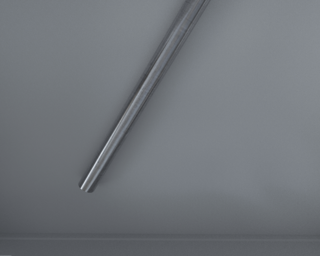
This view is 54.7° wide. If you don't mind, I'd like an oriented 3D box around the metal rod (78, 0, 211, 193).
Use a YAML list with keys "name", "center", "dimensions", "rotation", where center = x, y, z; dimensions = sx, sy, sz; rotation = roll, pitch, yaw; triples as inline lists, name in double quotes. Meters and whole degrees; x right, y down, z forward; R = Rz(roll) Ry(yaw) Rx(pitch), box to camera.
- name: "metal rod"
  center: [-0.027, -0.037, 0.397]
  dimensions: [0.025, 0.025, 0.298]
  rotation: [29, 107, -11]
